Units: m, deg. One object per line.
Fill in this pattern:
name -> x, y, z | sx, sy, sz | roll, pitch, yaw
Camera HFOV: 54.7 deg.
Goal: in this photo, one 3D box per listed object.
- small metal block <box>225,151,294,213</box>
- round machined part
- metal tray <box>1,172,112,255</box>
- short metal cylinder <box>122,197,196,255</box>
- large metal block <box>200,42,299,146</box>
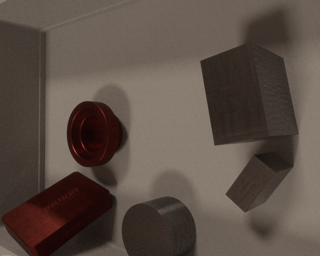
small metal block -> 0.099, 0.052, 0.308 | 0.025, 0.050, 0.050 | 43, 116, 31
round machined part -> -0.096, 0.009, 0.472 | 0.098, 0.042, 0.097 | 0, 90, 39
metal tray -> -0.149, 0.123, 0.458 | 0.090, 0.131, 0.030 | 20, 129, 38
short metal cylinder -> -0.002, 0.131, 0.390 | 0.080, 0.050, 0.079 | 0, 90, 39
large metal block -> 0.088, -0.028, 0.298 | 0.050, 0.081, 0.080 | -14, 81, 39
